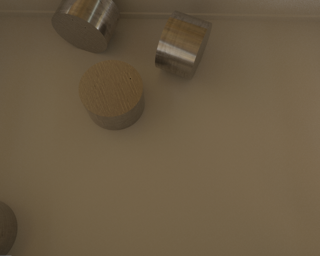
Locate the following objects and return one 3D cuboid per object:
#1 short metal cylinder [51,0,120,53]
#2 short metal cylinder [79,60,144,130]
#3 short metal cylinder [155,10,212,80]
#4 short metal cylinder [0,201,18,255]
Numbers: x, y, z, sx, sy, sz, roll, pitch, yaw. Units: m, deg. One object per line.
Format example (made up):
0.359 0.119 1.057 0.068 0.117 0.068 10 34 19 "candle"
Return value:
-0.103 -0.151 0.434 0.080 0.080 0.050 18 71 6 "short metal cylinder"
-0.062 -0.043 0.411 0.081 0.050 0.080 0 70 0 "short metal cylinder"
0.032 -0.112 0.422 0.050 0.080 0.080 22 72 7 "short metal cylinder"
-0.213 0.118 0.351 0.081 0.050 0.080 0 70 0 "short metal cylinder"
